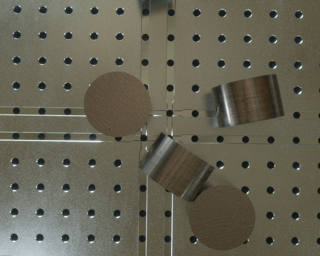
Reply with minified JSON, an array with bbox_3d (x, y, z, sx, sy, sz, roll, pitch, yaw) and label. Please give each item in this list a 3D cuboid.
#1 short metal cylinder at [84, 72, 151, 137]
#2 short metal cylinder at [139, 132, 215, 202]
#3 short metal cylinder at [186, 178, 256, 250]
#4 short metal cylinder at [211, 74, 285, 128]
[{"bbox_3d":[-0.052,-0.029,0.400,0.081,0.050,0.079,0,90,0],"label":"short metal cylinder"},{"bbox_3d":[0.021,0.048,0.386,0.080,0.080,0.050,34,90,0],"label":"short metal cylinder"},{"bbox_3d":[0.076,0.109,0.401,0.081,0.050,0.079,0,90,0],"label":"short metal cylinder"},{"bbox_3d":[0.109,-0.033,0.387,0.080,0.080,0.050,-11,90,0],"label":"short metal cylinder"}]
